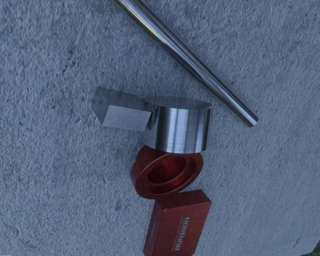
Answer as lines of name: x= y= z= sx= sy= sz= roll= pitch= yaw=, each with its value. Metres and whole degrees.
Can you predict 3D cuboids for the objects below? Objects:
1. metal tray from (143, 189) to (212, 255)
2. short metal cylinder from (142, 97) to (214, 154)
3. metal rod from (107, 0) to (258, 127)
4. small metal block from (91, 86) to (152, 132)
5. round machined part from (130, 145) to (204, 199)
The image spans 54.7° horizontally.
metal tray: x=0.028 y=0.169 z=0.524 sx=0.091 sy=0.030 sz=0.129 roll=-3 pitch=120 yaw=-27
short metal cylinder: x=0.021 y=-0.006 z=0.373 sx=0.081 sy=0.080 sz=0.050 roll=-3 pitch=107 yaw=-27
metal rod: x=0.041 y=-0.077 z=0.381 sx=0.301 sy=0.025 sz=0.025 roll=34 pitch=99 yaw=-39
small metal block: x=-0.045 y=-0.022 z=0.353 sx=0.050 sy=0.050 sz=0.025 roll=9 pitch=114 yaw=-32
round machined part: x=0.006 y=0.050 z=0.422 sx=0.099 sy=0.042 sz=0.097 roll=-17 pitch=138 yaw=-16
